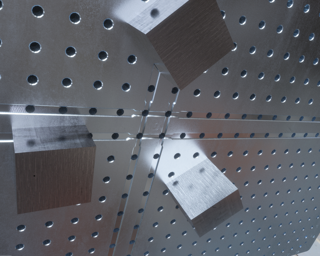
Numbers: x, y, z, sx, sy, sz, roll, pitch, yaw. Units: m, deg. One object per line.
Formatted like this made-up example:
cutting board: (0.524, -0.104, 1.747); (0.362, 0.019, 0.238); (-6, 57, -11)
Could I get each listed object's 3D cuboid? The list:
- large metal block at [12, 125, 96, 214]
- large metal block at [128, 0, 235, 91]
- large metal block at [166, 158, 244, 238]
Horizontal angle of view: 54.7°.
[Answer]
large metal block: (-0.123, 0.045, 0.357); (0.081, 0.050, 0.079); (-4, 120, -27)
large metal block: (0.025, -0.104, 0.346); (0.080, 0.050, 0.080); (-39, 130, -2)
large metal block: (0.068, 0.106, 0.481); (0.080, 0.080, 0.050); (-31, 129, -9)
